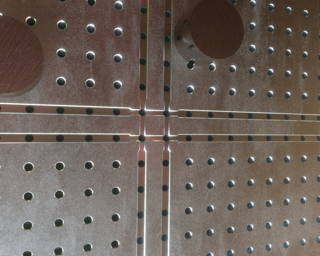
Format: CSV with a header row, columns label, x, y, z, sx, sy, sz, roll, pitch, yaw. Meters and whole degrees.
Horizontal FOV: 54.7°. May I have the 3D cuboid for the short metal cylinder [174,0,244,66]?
label,x,y,z,sx,sy,sz,roll,pitch,yaw
short metal cylinder,0.066,-0.129,0.425,0.081,0.050,0.079,0,90,-21

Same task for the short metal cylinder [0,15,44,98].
label,x,y,z,sx,sy,sz,roll,pitch,yaw
short metal cylinder,-0.170,-0.075,0.337,0.081,0.050,0.079,0,90,-21
